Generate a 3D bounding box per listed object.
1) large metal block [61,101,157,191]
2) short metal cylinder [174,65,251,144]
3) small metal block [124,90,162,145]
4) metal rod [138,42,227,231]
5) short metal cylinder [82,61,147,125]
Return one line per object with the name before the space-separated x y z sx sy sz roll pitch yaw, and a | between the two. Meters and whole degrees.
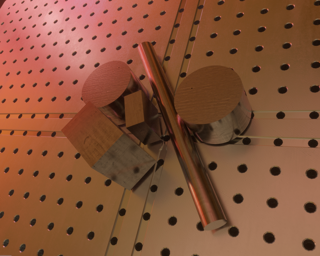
large metal block | -0.063 0.023 0.386 0.050 0.080 0.080 -48 51 -4
short metal cylinder | 0.064 -0.027 0.371 0.080 0.050 0.080 -13 56 21
small metal block | -0.022 -0.013 0.406 0.025 0.050 0.050 -19 54 17
metal rod | 0.016 -0.014 0.403 0.025 0.025 0.299 -28 52 11
short metal cylinder | -0.066 -0.051 0.453 0.080 0.050 0.080 -13 56 21
